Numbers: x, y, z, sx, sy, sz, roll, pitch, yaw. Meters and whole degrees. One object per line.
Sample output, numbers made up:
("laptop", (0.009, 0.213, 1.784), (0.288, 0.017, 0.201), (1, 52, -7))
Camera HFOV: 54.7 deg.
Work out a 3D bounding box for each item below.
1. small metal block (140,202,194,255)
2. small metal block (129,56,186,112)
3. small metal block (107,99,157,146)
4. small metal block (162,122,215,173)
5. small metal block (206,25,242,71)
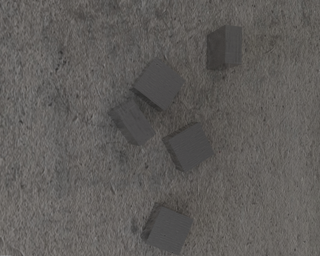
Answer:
("small metal block", (0.009, 0.134, 0.413), (0.050, 0.025, 0.050), (28, 81, -18))
("small metal block", (-0.003, -0.057, 0.408), (0.050, 0.025, 0.050), (37, 78, -16))
("small metal block", (-0.036, -0.006, 0.382), (0.025, 0.050, 0.050), (-37, 102, -16))
("small metal block", (0.038, 0.025, 0.423), (0.050, 0.025, 0.050), (-29, 100, -18))
("small metal block", (0.088, -0.109, 0.428), (0.025, 0.050, 0.050), (1, 90, -20))
